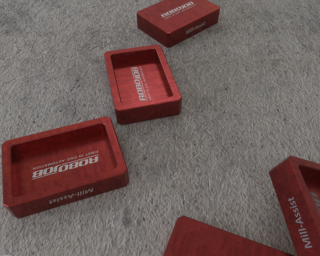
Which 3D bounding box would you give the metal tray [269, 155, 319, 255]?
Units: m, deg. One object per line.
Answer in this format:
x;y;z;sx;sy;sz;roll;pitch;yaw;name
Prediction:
0.165;0.095;0.296;0.091;0.030;0.130;16;46;-23;metal tray

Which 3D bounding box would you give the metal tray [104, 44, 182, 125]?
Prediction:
-0.028;-0.068;0.456;0.091;0.030;0.130;-10;51;-9;metal tray

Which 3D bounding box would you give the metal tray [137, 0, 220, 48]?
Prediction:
0.034;-0.204;0.572;0.131;0.030;0.090;-33;58;-25;metal tray

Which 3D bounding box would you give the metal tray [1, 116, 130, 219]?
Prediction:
-0.111;0.041;0.363;0.131;0.030;0.090;-15;52;-12;metal tray

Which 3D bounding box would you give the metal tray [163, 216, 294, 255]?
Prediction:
0.063;0.145;0.278;0.130;0.030;0.090;17;52;13;metal tray
